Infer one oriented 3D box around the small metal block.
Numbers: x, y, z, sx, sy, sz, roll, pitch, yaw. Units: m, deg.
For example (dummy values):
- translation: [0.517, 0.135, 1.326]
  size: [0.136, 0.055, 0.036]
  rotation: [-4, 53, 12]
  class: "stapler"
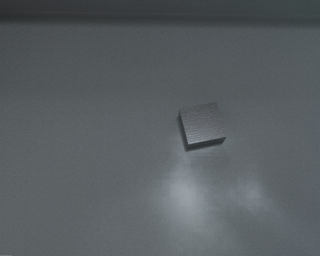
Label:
- translation: [0.055, -0.003, 0.411]
  size: [0.050, 0.025, 0.050]
  rotation: [-11, 70, -4]
  class: "small metal block"
